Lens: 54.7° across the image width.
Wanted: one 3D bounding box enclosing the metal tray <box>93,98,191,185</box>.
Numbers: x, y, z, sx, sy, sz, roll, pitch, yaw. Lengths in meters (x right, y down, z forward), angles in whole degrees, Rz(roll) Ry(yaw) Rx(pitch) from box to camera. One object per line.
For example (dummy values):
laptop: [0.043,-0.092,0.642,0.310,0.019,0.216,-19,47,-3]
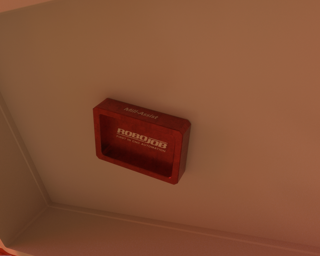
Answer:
metal tray: [-0.027,0.018,0.429,0.130,0.030,0.089,16,125,18]
